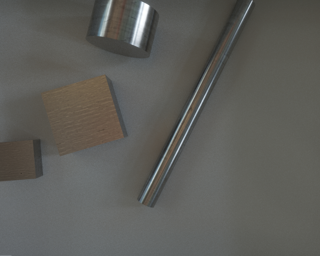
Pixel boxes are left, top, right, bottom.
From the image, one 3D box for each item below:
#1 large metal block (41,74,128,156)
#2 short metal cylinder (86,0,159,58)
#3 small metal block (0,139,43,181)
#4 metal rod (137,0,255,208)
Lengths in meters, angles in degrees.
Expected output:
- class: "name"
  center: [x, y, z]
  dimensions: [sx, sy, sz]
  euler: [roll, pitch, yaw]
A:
- class: "large metal block"
  center: [-0.093, -0.016, 0.398]
  dimensions: [0.080, 0.050, 0.080]
  euler: [-17, 90, -1]
- class: "short metal cylinder"
  center: [-0.046, -0.123, 0.383]
  dimensions: [0.080, 0.080, 0.050]
  euler: [14, 90, -1]
- class: "small metal block"
  center: [-0.186, 0.042, 0.409]
  dimensions: [0.050, 0.025, 0.050]
  euler: [-5, 90, -1]
- class: "metal rod"
  center: [0.048, -0.034, 0.412]
  dimensions: [0.025, 0.025, 0.299]
  euler: [27, 90, -1]
